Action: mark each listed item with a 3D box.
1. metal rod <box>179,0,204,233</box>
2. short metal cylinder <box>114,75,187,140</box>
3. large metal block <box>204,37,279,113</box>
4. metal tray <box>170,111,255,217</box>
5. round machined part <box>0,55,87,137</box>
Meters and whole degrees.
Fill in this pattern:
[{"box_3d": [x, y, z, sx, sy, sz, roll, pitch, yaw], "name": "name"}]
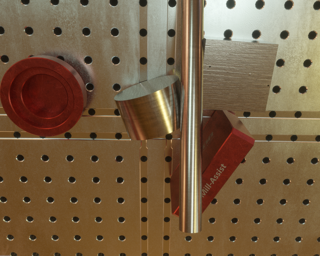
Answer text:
[{"box_3d": [0.035, -0.037, 0.344, 0.025, 0.025, 0.298, 1, 89, -1], "name": "metal rod"}, {"box_3d": [-0.009, -0.026, 0.374, 0.080, 0.080, 0.050, -17, 109, 6], "name": "short metal cylinder"}, {"box_3d": [0.088, -0.066, 0.376, 0.081, 0.050, 0.079, 4, 110, -2], "name": "large metal block"}, {"box_3d": [0.060, 0.045, 0.395, 0.030, 0.090, 0.129, 29, 107, -10], "name": "metal tray"}, {"box_3d": [-0.141, -0.042, 0.388, 0.099, 0.042, 0.097, 0, 110, 0], "name": "round machined part"}]
